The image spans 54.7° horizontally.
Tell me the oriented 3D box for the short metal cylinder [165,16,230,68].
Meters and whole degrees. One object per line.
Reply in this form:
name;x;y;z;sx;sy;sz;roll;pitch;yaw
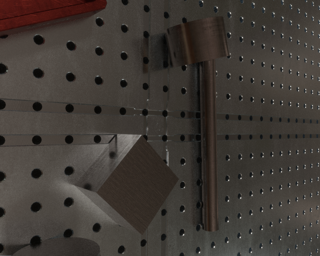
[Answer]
short metal cylinder;0.050;-0.114;0.417;0.081;0.080;0.050;-21;103;-38

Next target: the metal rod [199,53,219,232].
metal rod;0.075;0.006;0.474;0.025;0.025;0.298;-2;92;-40

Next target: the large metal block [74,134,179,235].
large metal block;-0.036;0.064;0.364;0.080;0.050;0.080;52;59;-28

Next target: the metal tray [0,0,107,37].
metal tray;-0.125;-0.147;0.301;0.131;0.030;0.089;-30;109;-36

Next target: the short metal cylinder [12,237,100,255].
short metal cylinder;-0.097;0.143;0.293;0.081;0.080;0.050;-2;92;-40
